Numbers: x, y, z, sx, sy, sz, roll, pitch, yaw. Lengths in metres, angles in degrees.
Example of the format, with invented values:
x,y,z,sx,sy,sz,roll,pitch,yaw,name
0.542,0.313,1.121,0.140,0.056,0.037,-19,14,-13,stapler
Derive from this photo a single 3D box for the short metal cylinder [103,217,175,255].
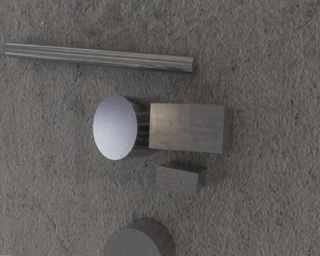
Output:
x,y,z,sx,sy,sz,roll,pitch,yaw,name
-0.026,0.164,0.405,0.080,0.050,0.079,0,90,20,short metal cylinder

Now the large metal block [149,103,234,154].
x,y,z,sx,sy,sz,roll,pitch,yaw,name
0.040,-0.001,0.365,0.080,0.080,0.050,3,91,20,large metal block

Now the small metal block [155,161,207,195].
x,y,z,sx,sy,sz,roll,pitch,yaw,name
0.028,0.061,0.386,0.050,0.050,0.025,9,93,20,small metal block

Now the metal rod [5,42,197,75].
x,y,z,sx,sy,sz,roll,pitch,yaw,name
-0.096,-0.102,0.442,0.301,0.025,0.025,9,93,19,metal rod

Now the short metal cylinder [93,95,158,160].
x,y,z,sx,sy,sz,roll,pitch,yaw,name
-0.040,-0.001,0.397,0.080,0.050,0.079,0,90,40,short metal cylinder
